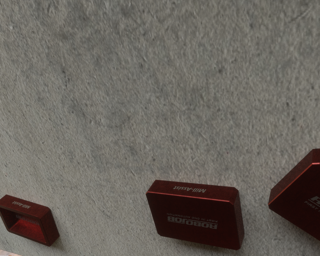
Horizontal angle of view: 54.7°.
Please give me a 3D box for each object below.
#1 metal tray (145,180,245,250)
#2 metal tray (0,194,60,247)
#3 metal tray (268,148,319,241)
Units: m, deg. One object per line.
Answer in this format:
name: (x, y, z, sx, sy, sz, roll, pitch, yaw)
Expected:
metal tray: (0.051, 0.125, 0.453, 0.130, 0.030, 0.089, 0, 119, 27)
metal tray: (-0.290, 0.201, 0.676, 0.130, 0.030, 0.089, 8, 122, 23)
metal tray: (0.205, 0.092, 0.353, 0.130, 0.030, 0.089, 32, 128, 6)
